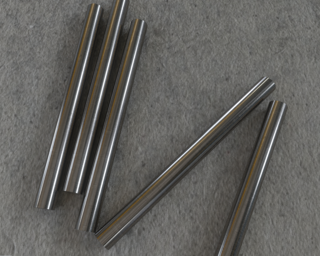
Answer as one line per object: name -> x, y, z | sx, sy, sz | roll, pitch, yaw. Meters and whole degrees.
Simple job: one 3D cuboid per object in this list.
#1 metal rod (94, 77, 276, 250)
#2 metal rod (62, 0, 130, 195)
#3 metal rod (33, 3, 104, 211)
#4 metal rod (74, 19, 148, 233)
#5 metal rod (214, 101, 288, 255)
metal rod -> 0.042, 0.035, 0.395 | 0.301, 0.025, 0.025 | -42, 76, -14
metal rod -> -0.083, -0.059, 0.428 | 0.025, 0.025, 0.299 | 9, 70, 3
metal rod -> -0.118, -0.042, 0.422 | 0.025, 0.025, 0.299 | 8, 70, 2
metal rod -> -0.059, -0.017, 0.413 | 0.025, 0.025, 0.299 | 10, 70, 3
metal rod -> 0.099, 0.098, 0.373 | 0.025, 0.025, 0.300 | 23, 71, 8
